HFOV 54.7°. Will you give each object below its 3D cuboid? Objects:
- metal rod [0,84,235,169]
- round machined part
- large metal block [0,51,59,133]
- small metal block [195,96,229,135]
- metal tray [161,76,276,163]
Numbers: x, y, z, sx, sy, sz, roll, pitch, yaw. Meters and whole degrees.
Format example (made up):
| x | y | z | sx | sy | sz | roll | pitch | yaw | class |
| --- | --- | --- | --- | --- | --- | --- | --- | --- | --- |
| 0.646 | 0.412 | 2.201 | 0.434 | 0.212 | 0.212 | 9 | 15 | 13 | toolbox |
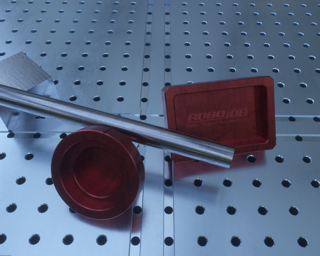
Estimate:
| x | y | z | sx | sy | sz | roll | pitch | yaw | class |
| --- | --- | --- | --- | --- | --- | --- | --- | --- | --- |
| -0.067 | -0.007 | 0.355 | 0.301 | 0.025 | 0.025 | 15 | 52 | 8 | metal rod |
| -0.063 | 0.044 | 0.335 | 0.098 | 0.097 | 0.042 | 15 | 16 | 12 | round machined part |
| -0.202 | -0.053 | 0.433 | 0.080 | 0.050 | 0.080 | -37 | 59 | -27 | large metal block |
| 0.075 | -0.021 | 0.427 | 0.050 | 0.025 | 0.050 | -28 | 56 | -22 | small metal block |
| 0.072 | -0.012 | 0.377 | 0.131 | 0.089 | 0.030 | -7 | 11 | -7 | metal tray |
